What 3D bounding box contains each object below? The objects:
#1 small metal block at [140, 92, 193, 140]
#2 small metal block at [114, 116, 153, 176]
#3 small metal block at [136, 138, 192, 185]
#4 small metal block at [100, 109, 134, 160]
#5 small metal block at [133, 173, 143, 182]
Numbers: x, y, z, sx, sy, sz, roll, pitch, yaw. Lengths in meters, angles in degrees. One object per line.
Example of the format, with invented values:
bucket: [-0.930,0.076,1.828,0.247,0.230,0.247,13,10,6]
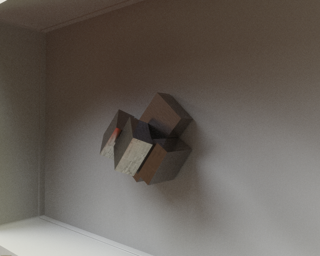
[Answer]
small metal block: [0.006,-0.010,0.398,0.050,0.025,0.050,50,119,28]
small metal block: [-0.035,0.022,0.383,0.050,0.025,0.050,-59,23,23]
small metal block: [0.005,0.040,0.382,0.025,0.050,0.050,43,116,31]
small metal block: [-0.060,0.010,0.436,0.050,0.025,0.050,-55,20,26]
small metal block: [-0.024,0.037,0.422,0.050,0.025,0.050,50,119,28]
